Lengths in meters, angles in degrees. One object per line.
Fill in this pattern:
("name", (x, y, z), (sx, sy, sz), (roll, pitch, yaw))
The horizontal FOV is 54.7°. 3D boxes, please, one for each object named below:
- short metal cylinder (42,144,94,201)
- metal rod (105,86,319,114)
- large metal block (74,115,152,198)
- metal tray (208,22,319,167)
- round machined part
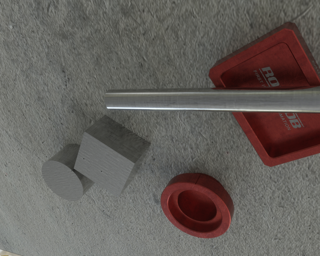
("short metal cylinder", (-0.145, 0.073, 0.510), (0.080, 0.050, 0.079), (13, 124, 20))
("metal rod", (0.075, -0.028, 0.309), (0.301, 0.025, 0.025), (3, 120, 26))
("large metal block", (-0.070, 0.041, 0.452), (0.080, 0.050, 0.079), (32, 128, 7))
("metal tray", (0.123, -0.029, 0.320), (0.090, 0.030, 0.130), (-26, 105, 36))
("round machined part", (0.054, 0.101, 0.429), (0.098, 0.042, 0.097), (13, 124, 20))
